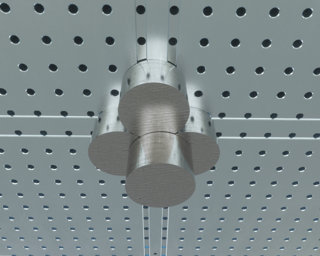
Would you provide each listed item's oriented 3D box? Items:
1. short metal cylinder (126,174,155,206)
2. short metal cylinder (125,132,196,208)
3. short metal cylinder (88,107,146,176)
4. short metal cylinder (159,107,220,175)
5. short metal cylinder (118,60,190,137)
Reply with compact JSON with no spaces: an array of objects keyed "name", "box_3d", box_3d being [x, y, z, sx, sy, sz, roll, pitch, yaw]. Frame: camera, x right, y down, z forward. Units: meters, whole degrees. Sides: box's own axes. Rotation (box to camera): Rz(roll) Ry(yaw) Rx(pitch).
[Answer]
[{"name":"short metal cylinder","box_3d":[-0.008,0.070,0.454,0.081,0.050,0.079,-1,128,0]},{"name":"short metal cylinder","box_3d":[0.000,0.051,0.372,0.081,0.050,0.079,0,130,0]},{"name":"short metal cylinder","box_3d":[-0.050,0.018,0.410,0.081,0.050,0.079,0,130,0]},{"name":"short metal cylinder","box_3d":[0.035,0.019,0.411,0.081,0.050,0.079,0,130,0]},{"name":"short metal cylinder","box_3d":[-0.007,-0.033,0.366,0.081,0.050,0.079,-1,130,-1]}]
